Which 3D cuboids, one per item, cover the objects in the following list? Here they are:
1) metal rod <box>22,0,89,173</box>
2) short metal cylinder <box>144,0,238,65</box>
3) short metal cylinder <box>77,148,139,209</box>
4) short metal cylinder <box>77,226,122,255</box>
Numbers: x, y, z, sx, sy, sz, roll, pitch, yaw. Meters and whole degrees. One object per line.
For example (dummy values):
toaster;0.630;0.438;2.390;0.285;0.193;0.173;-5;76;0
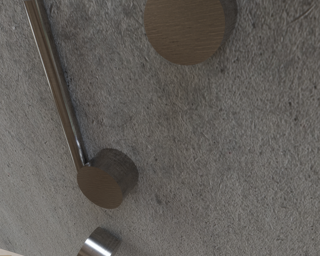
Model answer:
metal rod;-0.142;-0.032;0.461;0.025;0.025;0.298;6;121;25
short metal cylinder;0.031;-0.108;0.307;0.080;0.050;0.079;13;124;21
short metal cylinder;-0.080;0.078;0.481;0.080;0.050;0.079;13;124;21
short metal cylinder;-0.115;0.232;0.576;0.050;0.080;0.079;29;128;9
